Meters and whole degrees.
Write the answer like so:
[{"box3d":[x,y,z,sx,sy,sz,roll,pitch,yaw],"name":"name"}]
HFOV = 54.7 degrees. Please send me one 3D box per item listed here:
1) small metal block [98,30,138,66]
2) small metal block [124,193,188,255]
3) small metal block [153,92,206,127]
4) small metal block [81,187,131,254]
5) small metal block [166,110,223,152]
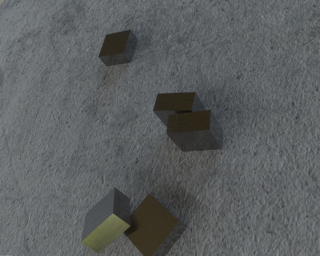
[{"box3d":[-0.070,-0.135,0.524,0.050,0.025,0.050,-2,61,27],"name":"small metal block"},{"box3d":[-0.007,0.110,0.340,0.050,0.025,0.050,34,81,38],"name":"small metal block"},{"box3d":[0.027,-0.020,0.386,0.050,0.050,0.025,1,63,29],"name":"small metal block"},{"box3d":[-0.060,0.104,0.353,0.050,0.025,0.050,-43,20,11],"name":"small metal block"},{"box3d":[0.042,0.005,0.363,0.050,0.050,0.025,-6,59,25],"name":"small metal block"}]
